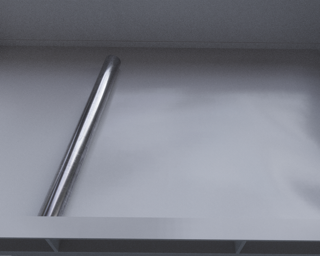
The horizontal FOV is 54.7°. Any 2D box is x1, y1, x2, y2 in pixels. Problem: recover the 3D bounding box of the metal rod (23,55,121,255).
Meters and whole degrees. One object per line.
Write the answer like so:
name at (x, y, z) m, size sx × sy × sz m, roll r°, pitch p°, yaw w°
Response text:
metal rod at (-0.098, 0.007, 0.397) m, size 0.025 × 0.025 × 0.300 m, roll 7°, pitch 50°, yaw 5°
